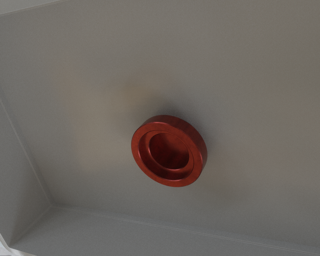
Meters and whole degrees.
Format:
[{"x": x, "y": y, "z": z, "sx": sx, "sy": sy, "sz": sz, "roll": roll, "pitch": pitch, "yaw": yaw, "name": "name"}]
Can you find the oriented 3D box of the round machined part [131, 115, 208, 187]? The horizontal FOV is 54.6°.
[{"x": 0.015, "y": 0.026, "z": 0.406, "sx": 0.098, "sy": 0.042, "sz": 0.097, "roll": 13, "pitch": 124, "yaw": 21, "name": "round machined part"}]
